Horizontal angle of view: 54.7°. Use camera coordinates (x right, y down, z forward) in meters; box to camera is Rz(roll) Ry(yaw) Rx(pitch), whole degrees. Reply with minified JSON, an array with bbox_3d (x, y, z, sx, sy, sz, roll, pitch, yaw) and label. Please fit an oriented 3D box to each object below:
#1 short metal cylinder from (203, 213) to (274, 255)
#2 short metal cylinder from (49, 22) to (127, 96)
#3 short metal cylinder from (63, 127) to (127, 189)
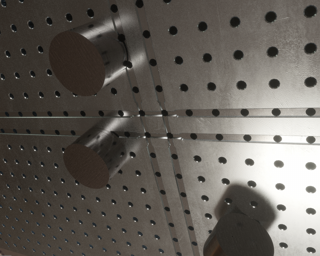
[{"bbox_3d":[0.105,0.164,0.421,0.080,0.080,0.050,26,128,11],"label":"short metal cylinder"},{"bbox_3d":[-0.089,-0.086,0.387,0.080,0.050,0.079,13,124,20],"label":"short metal cylinder"},{"bbox_3d":[-0.098,0.046,0.473,0.080,0.050,0.079,13,124,20],"label":"short metal cylinder"}]
